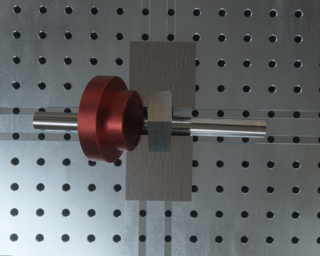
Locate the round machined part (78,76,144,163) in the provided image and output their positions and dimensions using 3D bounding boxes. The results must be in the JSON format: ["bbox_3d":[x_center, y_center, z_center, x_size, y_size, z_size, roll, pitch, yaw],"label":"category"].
[{"bbox_3d":[-0.049,-0.009,0.347,0.042,0.098,0.097,4,90,14],"label":"round machined part"}]

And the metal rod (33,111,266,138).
[{"bbox_3d":[-0.013,-0.004,0.413,0.302,0.025,0.025,2,90,0],"label":"metal rod"}]

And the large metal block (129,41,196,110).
[{"bbox_3d":[0.003,-0.065,0.401,0.081,0.050,0.079,1,90,0],"label":"large metal block"}]

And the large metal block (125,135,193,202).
[{"bbox_3d":[-0.001,0.049,0.401,0.081,0.050,0.079,1,90,0],"label":"large metal block"}]

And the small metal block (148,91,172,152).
[{"bbox_3d":[0.000,-0.008,0.357,0.025,0.050,0.050,1,46,0],"label":"small metal block"}]
